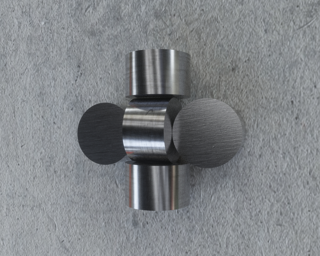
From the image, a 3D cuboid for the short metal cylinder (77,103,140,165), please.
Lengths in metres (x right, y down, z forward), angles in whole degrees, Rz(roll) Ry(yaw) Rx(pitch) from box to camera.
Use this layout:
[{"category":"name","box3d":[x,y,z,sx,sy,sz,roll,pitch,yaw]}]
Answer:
[{"category":"short metal cylinder","box3d":[-0.063,0.007,0.419,0.080,0.050,0.080,0,90,19]}]

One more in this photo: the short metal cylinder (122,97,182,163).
[{"category":"short metal cylinder","box3d":[-0.006,0.002,0.383,0.050,0.080,0.080,1,90,20]}]

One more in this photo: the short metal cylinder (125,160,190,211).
[{"category":"short metal cylinder","box3d":[-0.003,0.067,0.383,0.080,0.080,0.050,0,90,20]}]

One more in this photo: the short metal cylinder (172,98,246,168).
[{"category":"short metal cylinder","box3d":[0.061,0.006,0.375,0.080,0.050,0.080,0,90,20]}]

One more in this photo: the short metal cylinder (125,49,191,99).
[{"category":"short metal cylinder","box3d":[-0.002,-0.063,0.382,0.080,0.080,0.050,0,90,20]}]
